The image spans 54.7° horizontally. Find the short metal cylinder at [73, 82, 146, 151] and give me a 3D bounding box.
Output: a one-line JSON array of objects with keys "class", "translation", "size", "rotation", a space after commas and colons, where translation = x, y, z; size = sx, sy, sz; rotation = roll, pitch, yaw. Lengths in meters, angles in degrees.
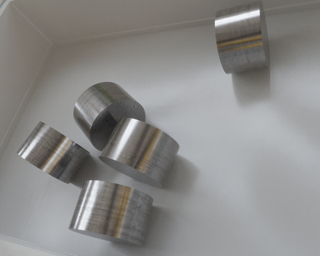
[{"class": "short metal cylinder", "translation": [-0.067, -0.014, 0.413], "size": [0.080, 0.080, 0.050], "rotation": [-45, 51, -3]}]

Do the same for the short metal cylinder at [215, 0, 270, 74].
[{"class": "short metal cylinder", "translation": [0.104, -0.110, 0.383], "size": [0.050, 0.080, 0.080], "rotation": [-6, 59, 25]}]

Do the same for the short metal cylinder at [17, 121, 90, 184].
[{"class": "short metal cylinder", "translation": [-0.144, 0.034, 0.423], "size": [0.080, 0.080, 0.050], "rotation": [23, 74, 36]}]

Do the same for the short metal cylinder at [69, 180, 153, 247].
[{"class": "short metal cylinder", "translation": [-0.052, 0.095, 0.338], "size": [0.080, 0.080, 0.050], "rotation": [-1, 62, 27]}]

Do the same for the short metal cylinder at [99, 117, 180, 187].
[{"class": "short metal cylinder", "translation": [-0.024, 0.030, 0.363], "size": [0.080, 0.080, 0.050], "rotation": [13, 69, 33]}]
